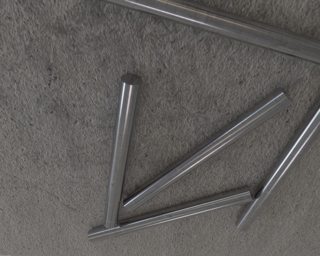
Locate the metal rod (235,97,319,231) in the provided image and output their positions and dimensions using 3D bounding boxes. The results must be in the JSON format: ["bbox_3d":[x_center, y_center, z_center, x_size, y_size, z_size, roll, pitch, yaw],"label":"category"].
[{"bbox_3d":[0.180,0.064,0.462,0.025,0.025,0.298,10,130,-8],"label":"metal rod"}]

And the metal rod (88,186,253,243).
[{"bbox_3d":[0.009,0.153,0.537,0.301,0.025,0.025,-19,128,15],"label":"metal rod"}]

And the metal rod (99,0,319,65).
[{"bbox_3d":[0.078,-0.104,0.319,0.302,0.025,0.025,13,129,-11],"label":"metal rod"}]

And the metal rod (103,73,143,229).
[{"bbox_3d":[-0.060,0.055,0.453,0.025,0.025,0.298,8,130,-7],"label":"metal rod"}]

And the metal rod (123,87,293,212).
[{"bbox_3d":[0.051,0.044,0.444,0.025,0.025,0.299,35,122,-26],"label":"metal rod"}]
